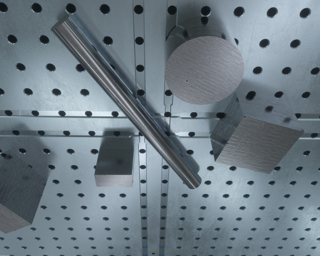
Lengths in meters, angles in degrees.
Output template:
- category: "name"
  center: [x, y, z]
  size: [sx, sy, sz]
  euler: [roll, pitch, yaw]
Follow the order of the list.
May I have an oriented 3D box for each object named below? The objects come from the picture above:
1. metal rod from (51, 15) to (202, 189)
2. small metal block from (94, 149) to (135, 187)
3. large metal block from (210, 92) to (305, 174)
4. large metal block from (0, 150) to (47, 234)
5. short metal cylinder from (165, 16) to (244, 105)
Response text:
- category: "metal rod"
  center: [-0.024, -0.012, 0.401]
  size: [0.025, 0.025, 0.300]
  euler: [-25, 126, 19]
- category: "small metal block"
  center: [-0.063, 0.056, 0.442]
  size: [0.050, 0.050, 0.025]
  euler: [0, 130, -1]
- category: "large metal block"
  center: [0.122, 0.008, 0.404]
  size: [0.081, 0.050, 0.079]
  euler: [13, 129, -12]
- category: "large metal block"
  center: [-0.222, 0.093, 0.451]
  size: [0.050, 0.080, 0.080]
  euler: [-23, 127, 18]
- category: "short metal cylinder"
  center: [0.045, -0.072, 0.335]
  size: [0.081, 0.050, 0.079]
  euler: [0, 130, 0]
